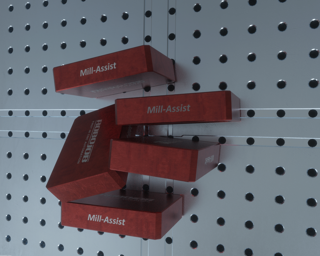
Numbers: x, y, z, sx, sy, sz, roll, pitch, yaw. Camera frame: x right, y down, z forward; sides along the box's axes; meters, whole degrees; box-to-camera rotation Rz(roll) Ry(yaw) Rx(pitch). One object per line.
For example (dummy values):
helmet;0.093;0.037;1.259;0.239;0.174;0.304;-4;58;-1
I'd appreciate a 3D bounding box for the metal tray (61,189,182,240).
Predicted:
metal tray;-0.046;0.104;0.394;0.130;0.090;0.030;1;91;20

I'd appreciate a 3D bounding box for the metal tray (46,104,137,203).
metal tray;-0.080;0.025;0.393;0.090;0.130;0.030;-17;127;19

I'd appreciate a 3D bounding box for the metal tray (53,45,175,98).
metal tray;-0.056;-0.068;0.398;0.130;0.090;0.030;-9;87;20

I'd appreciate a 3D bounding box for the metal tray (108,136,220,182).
metal tray;0.012;0.030;0.353;0.090;0.130;0.030;6;92;20

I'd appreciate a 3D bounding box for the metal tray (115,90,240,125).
metal tray;0.024;-0.020;0.369;0.130;0.090;0.030;-2;89;20
